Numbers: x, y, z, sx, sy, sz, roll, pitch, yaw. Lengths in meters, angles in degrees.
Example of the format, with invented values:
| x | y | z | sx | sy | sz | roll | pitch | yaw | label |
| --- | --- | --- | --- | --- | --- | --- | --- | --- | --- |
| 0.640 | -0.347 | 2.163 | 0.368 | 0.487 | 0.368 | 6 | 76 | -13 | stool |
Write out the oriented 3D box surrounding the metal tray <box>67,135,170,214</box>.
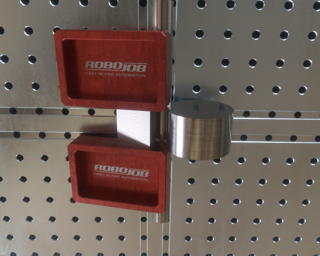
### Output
| x | y | z | sx | sy | sz | roll | pitch | yaw | label |
| --- | --- | --- | --- | --- | --- | --- | --- | --- | --- |
| -0.053 | 0.061 | 0.414 | 0.131 | 0.030 | 0.089 | 5 | 111 | 11 | metal tray |

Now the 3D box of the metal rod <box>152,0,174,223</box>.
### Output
| x | y | z | sx | sy | sz | roll | pitch | yaw | label |
| --- | --- | --- | --- | --- | --- | --- | --- | --- | --- |
| 0.002 | -0.007 | 0.406 | 0.025 | 0.025 | 0.298 | 0 | 110 | 0 | metal rod |

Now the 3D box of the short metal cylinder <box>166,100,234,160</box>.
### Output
| x | y | z | sx | sy | sz | roll | pitch | yaw | label |
| --- | --- | --- | --- | --- | --- | --- | --- | --- | --- |
| 0.048 | 0.000 | 0.381 | 0.081 | 0.080 | 0.050 | 0 | 110 | 0 | short metal cylinder |

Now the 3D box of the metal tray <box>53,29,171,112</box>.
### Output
| x | y | z | sx | sy | sz | roll | pitch | yaw | label |
| --- | --- | --- | --- | --- | --- | --- | --- | --- | --- |
| -0.054 | -0.069 | 0.366 | 0.131 | 0.030 | 0.089 | 4 | 111 | 11 | metal tray |

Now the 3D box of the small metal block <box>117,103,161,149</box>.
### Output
| x | y | z | sx | sy | sz | roll | pitch | yaw | label |
| --- | --- | --- | --- | --- | --- | --- | --- | --- | --- |
| -0.027 | -0.006 | 0.396 | 0.050 | 0.025 | 0.050 | 13 | 113 | 29 | small metal block |
